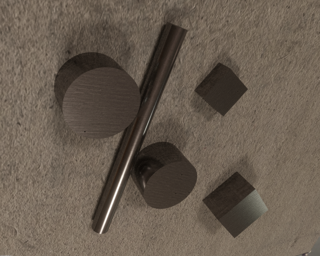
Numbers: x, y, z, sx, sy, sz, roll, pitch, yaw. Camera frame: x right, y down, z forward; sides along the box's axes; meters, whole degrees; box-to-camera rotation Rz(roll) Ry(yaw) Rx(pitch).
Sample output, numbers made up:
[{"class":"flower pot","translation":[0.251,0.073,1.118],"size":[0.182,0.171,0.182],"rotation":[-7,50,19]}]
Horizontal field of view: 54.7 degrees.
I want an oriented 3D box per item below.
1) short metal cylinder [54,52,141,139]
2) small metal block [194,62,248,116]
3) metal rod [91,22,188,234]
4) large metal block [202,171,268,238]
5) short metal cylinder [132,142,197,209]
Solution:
[{"class":"short metal cylinder","translation":[-0.068,-0.035,0.333],"size":[0.081,0.050,0.079],"rotation":[-14,125,-21]},{"class":"small metal block","translation":[0.084,-0.052,0.423],"size":[0.050,0.025,0.050],"rotation":[-49,129,6]},{"class":"metal rod","translation":[-0.034,0.015,0.398],"size":[0.025,0.025,0.298],"rotation":[9,114,-33]},{"class":"large metal block","translation":[0.135,0.138,0.553],"size":[0.080,0.050,0.080],"rotation":[-40,130,-2]},{"class":"short metal cylinder","translation":[0.005,0.066,0.436],"size":[0.081,0.050,0.079],"rotation":[-14,125,-21]}]
